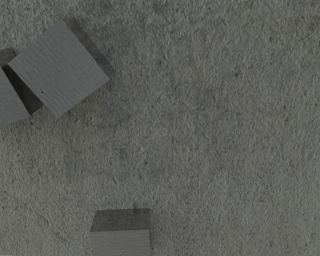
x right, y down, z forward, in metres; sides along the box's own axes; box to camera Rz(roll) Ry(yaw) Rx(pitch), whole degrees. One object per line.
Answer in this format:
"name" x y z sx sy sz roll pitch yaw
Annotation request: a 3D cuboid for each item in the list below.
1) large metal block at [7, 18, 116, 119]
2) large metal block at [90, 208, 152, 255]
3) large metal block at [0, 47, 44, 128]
"large metal block" -0.112 -0.072 0.369 0.080 0.050 0.080 -34 107 11
"large metal block" -0.054 0.168 0.458 0.080 0.050 0.079 -3 110 1
"large metal block" -0.205 -0.043 0.379 0.080 0.050 0.080 -22 109 7
